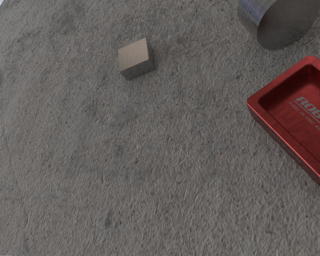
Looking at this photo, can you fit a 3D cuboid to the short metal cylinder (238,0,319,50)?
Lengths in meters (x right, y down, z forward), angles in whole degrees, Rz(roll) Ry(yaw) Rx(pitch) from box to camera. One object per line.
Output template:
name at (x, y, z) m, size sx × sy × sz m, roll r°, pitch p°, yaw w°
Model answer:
short metal cylinder at (0.144, -0.144, 0.381) m, size 0.080 × 0.080 × 0.050 m, roll -30°, pitch 52°, yaw 9°

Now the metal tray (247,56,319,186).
metal tray at (0.165, -0.008, 0.318) m, size 0.090 × 0.030 × 0.130 m, roll -36°, pitch 51°, yaw 4°

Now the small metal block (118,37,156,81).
small metal block at (-0.037, -0.109, 0.490) m, size 0.050 × 0.025 × 0.050 m, roll -19°, pitch 54°, yaw 16°
